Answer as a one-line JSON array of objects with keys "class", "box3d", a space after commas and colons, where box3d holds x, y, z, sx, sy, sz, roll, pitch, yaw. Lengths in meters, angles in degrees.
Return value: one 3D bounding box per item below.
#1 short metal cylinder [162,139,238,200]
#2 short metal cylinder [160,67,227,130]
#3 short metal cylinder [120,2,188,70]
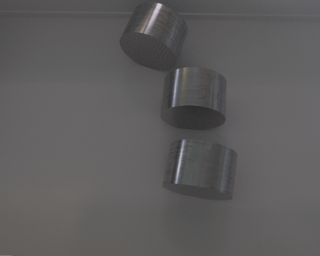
[{"class": "short metal cylinder", "box3d": [0.047, 0.051, 0.362, 0.080, 0.080, 0.050, 11, 71, 4]}, {"class": "short metal cylinder", "box3d": [0.043, -0.035, 0.393, 0.080, 0.080, 0.050, 5, 70, 2]}, {"class": "short metal cylinder", "box3d": [-0.008, -0.124, 0.425, 0.080, 0.080, 0.050, 19, 71, 7]}]
